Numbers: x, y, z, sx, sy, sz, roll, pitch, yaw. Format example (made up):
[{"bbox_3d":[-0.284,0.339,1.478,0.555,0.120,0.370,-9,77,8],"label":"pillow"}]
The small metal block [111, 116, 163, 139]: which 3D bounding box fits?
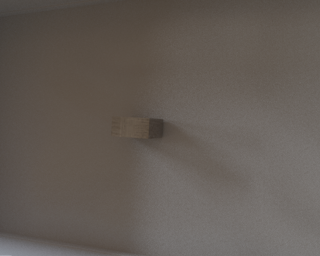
[{"bbox_3d":[-0.028,-0.001,0.403,0.050,0.050,0.025,3,91,19],"label":"small metal block"}]
